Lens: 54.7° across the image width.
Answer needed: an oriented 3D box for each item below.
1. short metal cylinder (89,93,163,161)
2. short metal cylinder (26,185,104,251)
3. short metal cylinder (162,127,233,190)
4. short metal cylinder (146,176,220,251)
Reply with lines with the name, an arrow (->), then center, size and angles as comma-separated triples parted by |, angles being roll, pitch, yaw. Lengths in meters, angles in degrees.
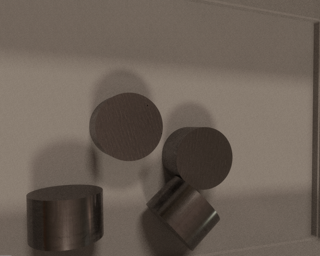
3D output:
short metal cylinder -> -0.043, -0.001, 0.382 | 0.081, 0.050, 0.079 | 0, 90, -21
short metal cylinder -> -0.104, 0.096, 0.344 | 0.081, 0.080, 0.050 | -1, 91, -20
short metal cylinder -> 0.049, 0.038, 0.417 | 0.081, 0.050, 0.079 | 0, 90, -21
short metal cylinder -> 0.029, 0.107, 0.393 | 0.050, 0.080, 0.080 | -44, 104, -15
